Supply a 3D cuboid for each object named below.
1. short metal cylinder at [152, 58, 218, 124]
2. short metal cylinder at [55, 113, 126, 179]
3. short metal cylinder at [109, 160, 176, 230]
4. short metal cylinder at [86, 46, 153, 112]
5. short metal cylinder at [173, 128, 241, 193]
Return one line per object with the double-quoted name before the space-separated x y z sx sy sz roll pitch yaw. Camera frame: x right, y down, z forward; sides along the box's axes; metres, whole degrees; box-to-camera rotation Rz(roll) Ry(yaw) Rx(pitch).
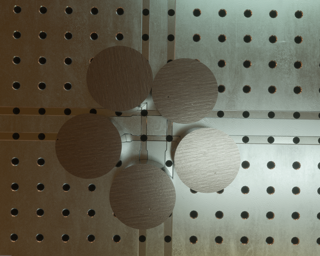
"short metal cylinder" 0.030 -0.045 0.400 0.081 0.050 0.079 0 90 0
"short metal cylinder" -0.086 0.022 0.400 0.081 0.050 0.079 0 90 0
"short metal cylinder" -0.021 0.083 0.399 0.081 0.050 0.080 0 90 0
"short metal cylinder" -0.049 -0.060 0.400 0.081 0.050 0.079 0 90 -1
"short metal cylinder" 0.057 0.039 0.400 0.081 0.050 0.079 0 91 -1
